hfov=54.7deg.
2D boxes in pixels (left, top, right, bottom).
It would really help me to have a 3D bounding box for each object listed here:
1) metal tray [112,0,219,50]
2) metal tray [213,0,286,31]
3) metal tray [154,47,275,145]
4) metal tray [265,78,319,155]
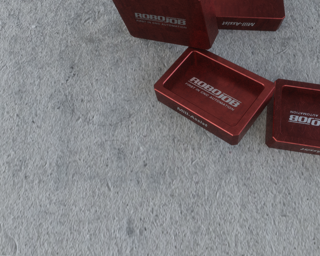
[{"bbox_3d":[0.006,-0.154,0.410,0.130,0.090,0.030,17,70,25],"label":"metal tray"},{"bbox_3d":[0.119,-0.198,0.478,0.131,0.030,0.090,2,70,0],"label":"metal tray"},{"bbox_3d":[0.069,-0.048,0.409,0.130,0.030,0.090,33,73,23],"label":"metal tray"},{"bbox_3d":[0.211,-0.011,0.410,0.131,0.030,0.090,9,70,3],"label":"metal tray"}]
